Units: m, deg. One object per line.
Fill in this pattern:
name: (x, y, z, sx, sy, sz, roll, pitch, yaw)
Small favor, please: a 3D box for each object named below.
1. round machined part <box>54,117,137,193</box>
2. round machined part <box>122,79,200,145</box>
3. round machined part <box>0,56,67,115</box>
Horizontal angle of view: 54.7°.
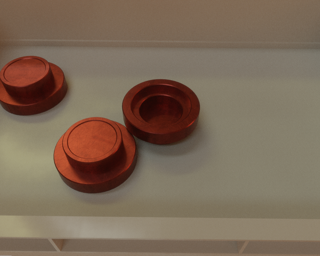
round machined part: (-0.078, 0.025, 0.372, 0.099, 0.042, 0.098, 0, 50, 0)
round machined part: (0.001, -0.017, 0.407, 0.099, 0.042, 0.098, 1, 49, -1)
round machined part: (-0.189, -0.068, 0.450, 0.099, 0.042, 0.098, 0, 50, 0)
